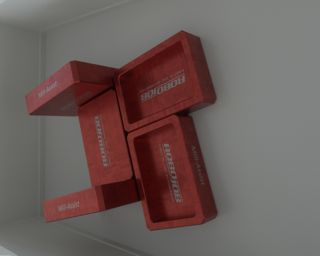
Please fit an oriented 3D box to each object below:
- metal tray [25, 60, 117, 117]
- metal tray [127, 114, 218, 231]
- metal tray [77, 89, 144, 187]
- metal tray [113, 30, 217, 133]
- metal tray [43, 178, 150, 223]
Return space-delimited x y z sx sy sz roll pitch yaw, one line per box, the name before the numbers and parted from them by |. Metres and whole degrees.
metal tray | -0.127 -0.053 0.461 0.130 0.091 0.030 -23 76 37
metal tray | 0.011 0.057 0.390 0.090 0.030 0.129 -22 76 37
metal tray | -0.073 0.018 0.458 0.090 0.030 0.129 -22 76 37
metal tray | 0.000 -0.054 0.399 0.130 0.030 0.090 -22 77 37
metal tray | -0.089 0.100 0.431 0.130 0.091 0.030 -22 77 37
